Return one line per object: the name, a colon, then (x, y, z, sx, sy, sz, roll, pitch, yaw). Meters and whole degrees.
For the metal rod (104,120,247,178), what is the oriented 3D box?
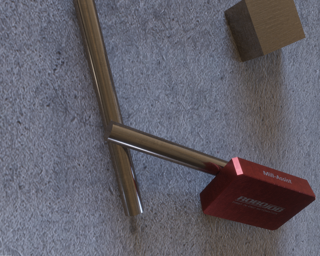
metal rod: (0.069, 0.050, 0.421, 0.302, 0.025, 0.025, 20, 83, -25)

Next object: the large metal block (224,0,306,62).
large metal block: (0.153, -0.152, 0.454, 0.081, 0.050, 0.080, -25, 99, -19)

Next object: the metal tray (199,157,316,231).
metal tray: (0.133, 0.095, 0.429, 0.131, 0.030, 0.089, 19, 127, -20)

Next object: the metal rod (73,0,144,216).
metal rod: (-0.066, -0.037, 0.385, 0.025, 0.025, 0.298, -15, 95, -20)
